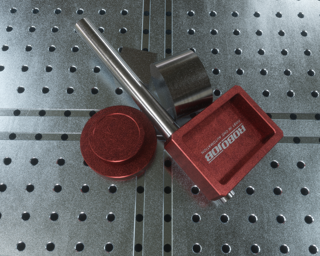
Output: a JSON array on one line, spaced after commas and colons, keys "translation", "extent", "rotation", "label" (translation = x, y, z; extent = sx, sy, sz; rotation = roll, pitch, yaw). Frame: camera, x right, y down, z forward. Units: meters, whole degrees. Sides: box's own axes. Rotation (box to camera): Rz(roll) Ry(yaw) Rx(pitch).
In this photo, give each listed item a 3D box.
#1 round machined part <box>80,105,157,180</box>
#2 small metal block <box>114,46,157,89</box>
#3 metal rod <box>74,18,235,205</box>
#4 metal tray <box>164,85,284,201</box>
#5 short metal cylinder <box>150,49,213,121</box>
[{"translation": [-0.053, 0.015, 0.396], "extent": [0.099, 0.042, 0.098], "rotation": [0, 70, -1], "label": "round machined part"}, {"translation": [-0.034, -0.084, 0.442], "extent": [0.050, 0.025, 0.050], "rotation": [13, 70, 4], "label": "small metal block"}, {"translation": [-0.011, -0.027, 0.404], "extent": [0.025, 0.025, 0.300], "rotation": [-38, 83, -13], "label": "metal rod"}, {"translation": [0.081, 0.014, 0.382], "extent": [0.131, 0.030, 0.090], "rotation": [-37, 81, -28], "label": "metal tray"}, {"translation": [0.027, -0.055, 0.403], "extent": [0.050, 0.080, 0.080], "rotation": [-24, 72, -9], "label": "short metal cylinder"}]
